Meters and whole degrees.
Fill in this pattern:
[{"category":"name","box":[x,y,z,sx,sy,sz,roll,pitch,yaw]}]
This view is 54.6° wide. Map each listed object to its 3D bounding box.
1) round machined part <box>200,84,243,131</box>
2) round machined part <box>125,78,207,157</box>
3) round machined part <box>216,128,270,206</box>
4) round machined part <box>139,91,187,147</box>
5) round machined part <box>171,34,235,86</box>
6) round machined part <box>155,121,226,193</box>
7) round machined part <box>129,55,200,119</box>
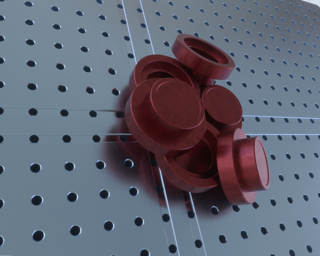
[{"category":"round machined part","box":[0.081,-0.024,0.455,0.099,0.042,0.098,13,56,-21]},{"category":"round machined part","box":[0.013,-0.019,0.361,0.099,0.042,0.098,13,56,-21]},{"category":"round machined part","box":[0.110,0.047,0.395,0.098,0.042,0.098,32,52,-52]},{"category":"round machined part","box":[0.007,-0.012,0.407,0.099,0.042,0.098,13,56,-21]},{"category":"round machined part","box":[0.062,-0.101,0.477,0.099,0.042,0.098,20,32,-13]},{"category":"round machined part","box":[0.037,0.036,0.395,0.099,0.042,0.098,13,56,-21]},{"category":"round machined part","box":[0.003,-0.050,0.429,0.099,0.042,0.098,13,56,-21]}]
